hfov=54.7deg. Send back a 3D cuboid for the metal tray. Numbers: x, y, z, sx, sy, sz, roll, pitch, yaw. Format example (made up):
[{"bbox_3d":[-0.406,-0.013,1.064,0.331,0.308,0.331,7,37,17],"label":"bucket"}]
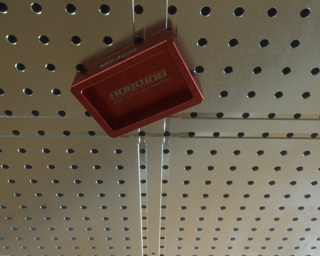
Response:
[{"bbox_3d":[-0.026,-0.047,0.367,0.130,0.030,0.090,-22,127,17],"label":"metal tray"}]
